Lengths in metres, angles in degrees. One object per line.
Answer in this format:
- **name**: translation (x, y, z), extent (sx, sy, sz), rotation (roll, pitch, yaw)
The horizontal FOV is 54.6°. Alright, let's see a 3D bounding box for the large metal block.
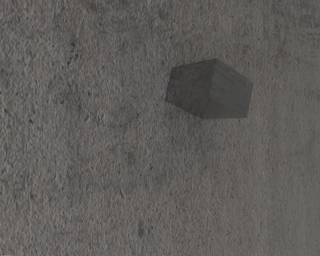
- **large metal block**: translation (0.067, -0.049, 0.423), extent (0.080, 0.080, 0.050), rotation (22, 76, -38)
